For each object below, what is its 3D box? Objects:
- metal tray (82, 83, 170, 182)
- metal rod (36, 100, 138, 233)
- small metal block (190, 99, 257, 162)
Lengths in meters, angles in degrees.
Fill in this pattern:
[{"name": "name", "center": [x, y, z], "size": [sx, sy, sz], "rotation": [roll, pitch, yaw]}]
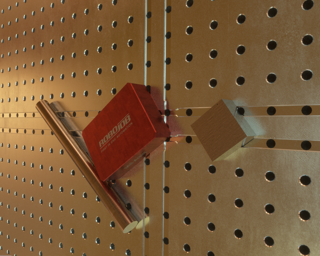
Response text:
[{"name": "metal tray", "center": [-0.054, 0.008, 0.449], "size": [0.129, 0.030, 0.090], "rotation": [-41, 66, 32]}, {"name": "metal rod", "center": [-0.133, 0.049, 0.516], "size": [0.300, 0.025, 0.025], "rotation": [45, 117, 30]}, {"name": "small metal block", "center": [0.071, 0.003, 0.350], "size": [0.050, 0.025, 0.050], "rotation": [-43, 64, 31]}]
